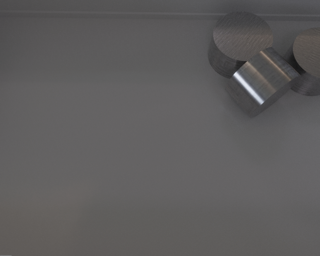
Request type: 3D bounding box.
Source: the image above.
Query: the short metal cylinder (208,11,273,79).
[{"bbox_3d":[0.112,-0.116,0.439,0.081,0.050,0.080,0,70,0],"label":"short metal cylinder"}]

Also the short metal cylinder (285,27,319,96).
[{"bbox_3d":[0.216,-0.091,0.431,0.081,0.050,0.080,0,70,0],"label":"short metal cylinder"}]

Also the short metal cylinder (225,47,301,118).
[{"bbox_3d":[0.132,-0.058,0.402,0.080,0.080,0.050,-35,74,-12],"label":"short metal cylinder"}]
